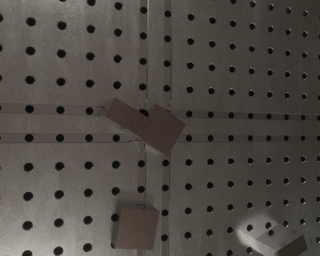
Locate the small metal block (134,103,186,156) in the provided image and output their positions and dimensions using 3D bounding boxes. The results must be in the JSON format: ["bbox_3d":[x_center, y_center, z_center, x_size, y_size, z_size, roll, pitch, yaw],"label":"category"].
[{"bbox_3d":[-0.002,0.003,0.413,0.050,0.025,0.050,34,79,-17],"label":"small metal block"}]

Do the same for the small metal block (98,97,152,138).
[{"bbox_3d":[-0.045,-0.012,0.383,0.050,0.050,0.025,32,80,-18],"label":"small metal block"}]

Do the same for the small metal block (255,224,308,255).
[{"bbox_3d":[0.183,0.176,0.469,0.050,0.050,0.025,-23,98,-19],"label":"small metal block"}]

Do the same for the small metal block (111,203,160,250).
[{"bbox_3d":[-0.032,0.128,0.402,0.050,0.025,0.050,11,86,-20],"label":"small metal block"}]
